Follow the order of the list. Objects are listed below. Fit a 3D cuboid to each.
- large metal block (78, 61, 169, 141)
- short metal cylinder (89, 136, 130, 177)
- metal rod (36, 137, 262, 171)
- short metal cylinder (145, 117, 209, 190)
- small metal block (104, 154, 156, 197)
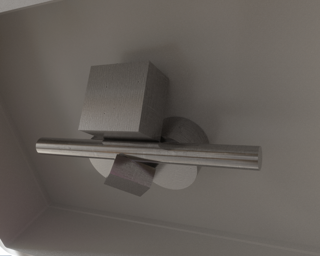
[{"bbox_3d":[-0.041,-0.029,0.366,0.080,0.050,0.080,1,76,27],"label":"large metal block"},{"bbox_3d":[-0.054,0.031,0.437,0.080,0.050,0.079,13,124,20],"label":"short metal cylinder"},{"bbox_3d":[-0.034,0.028,0.376,0.301,0.025,0.025,1,119,27],"label":"metal rod"},{"bbox_3d":[0.018,0.032,0.400,0.080,0.050,0.079,13,124,20],"label":"short metal cylinder"},{"bbox_3d":[-0.038,0.060,0.384,0.050,0.025,0.050,21,151,-8],"label":"small metal block"}]
